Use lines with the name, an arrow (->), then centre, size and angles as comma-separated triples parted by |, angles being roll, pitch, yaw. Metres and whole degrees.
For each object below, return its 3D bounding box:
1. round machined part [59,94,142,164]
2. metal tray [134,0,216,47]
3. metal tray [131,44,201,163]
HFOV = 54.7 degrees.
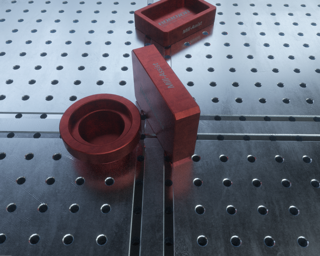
round machined part -> -0.072, 0.005, 0.392 | 0.099, 0.042, 0.098 | 0, 50, 0
metal tray -> 0.029, -0.207, 0.578 | 0.131, 0.030, 0.090 | -33, 58, -25
metal tray -> 0.003, -0.032, 0.392 | 0.030, 0.089, 0.130 | -19, 53, -15
